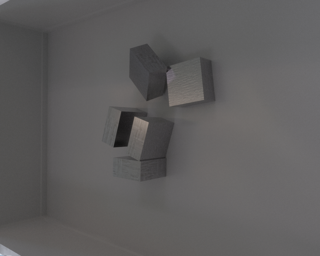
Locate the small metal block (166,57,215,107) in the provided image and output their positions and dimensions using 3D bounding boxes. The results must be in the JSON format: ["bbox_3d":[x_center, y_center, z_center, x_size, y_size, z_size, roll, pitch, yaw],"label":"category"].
[{"bbox_3d":[0.037,-0.054,0.377,0.050,0.025,0.050,-8,85,39],"label":"small metal block"}]

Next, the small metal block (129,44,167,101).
[{"bbox_3d":[-0.017,-0.072,0.404,0.050,0.025,0.050,55,155,29],"label":"small metal block"}]

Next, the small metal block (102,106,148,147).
[{"bbox_3d":[-0.049,-0.002,0.431,0.025,0.050,0.050,23,105,38],"label":"small metal block"}]

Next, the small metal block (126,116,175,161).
[{"bbox_3d":[-0.012,0.013,0.401,0.025,0.050,0.050,23,105,38],"label":"small metal block"}]

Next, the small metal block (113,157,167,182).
[{"bbox_3d":[-0.027,0.052,0.413,0.050,0.050,0.025,2,92,40],"label":"small metal block"}]
